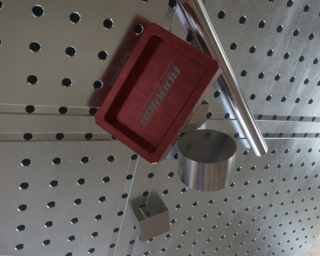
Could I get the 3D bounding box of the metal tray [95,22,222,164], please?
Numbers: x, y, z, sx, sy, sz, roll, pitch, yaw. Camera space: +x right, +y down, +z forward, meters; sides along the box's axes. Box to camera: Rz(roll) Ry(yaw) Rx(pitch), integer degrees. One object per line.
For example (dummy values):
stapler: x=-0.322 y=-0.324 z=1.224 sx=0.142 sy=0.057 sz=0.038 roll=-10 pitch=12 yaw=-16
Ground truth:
metal tray: x=-0.004 y=-0.037 z=0.346 sx=0.129 sy=0.090 sz=0.030 roll=-58 pitch=167 yaw=13

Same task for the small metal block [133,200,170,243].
small metal block: x=-0.013 y=0.150 z=0.499 sx=0.050 sy=0.025 sz=0.050 roll=-16 pitch=125 yaw=-20

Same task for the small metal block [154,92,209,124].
small metal block: x=0.026 y=-0.028 z=0.394 sx=0.050 sy=0.050 sz=0.025 roll=-7 pitch=122 yaw=-25

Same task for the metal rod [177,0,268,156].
metal rod: x=0.101 y=-0.053 z=0.435 sx=0.025 sy=0.025 sz=0.300 roll=-40 pitch=130 yaw=-2

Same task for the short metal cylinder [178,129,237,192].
short metal cylinder: x=0.066 y=0.044 z=0.441 sx=0.081 sy=0.080 sz=0.050 roll=-16 pitch=125 yaw=-20
